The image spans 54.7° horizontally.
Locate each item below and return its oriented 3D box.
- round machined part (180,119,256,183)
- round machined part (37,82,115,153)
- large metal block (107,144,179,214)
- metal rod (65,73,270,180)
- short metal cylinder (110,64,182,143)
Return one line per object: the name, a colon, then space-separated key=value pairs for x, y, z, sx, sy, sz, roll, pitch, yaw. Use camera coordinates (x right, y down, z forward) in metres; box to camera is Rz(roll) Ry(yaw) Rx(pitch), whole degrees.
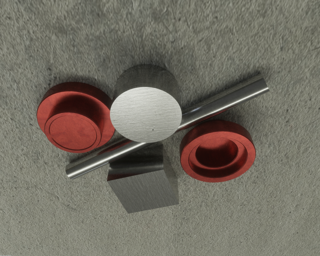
round machined part: x=0.076 y=0.027 z=0.421 sx=0.099 sy=0.042 sz=0.097 roll=0 pitch=130 yaw=0
round machined part: x=-0.105 y=-0.006 z=0.391 sx=0.099 sy=0.042 sz=0.097 roll=0 pitch=130 yaw=0
large metal block: x=-0.022 y=0.076 z=0.458 sx=0.080 sy=0.050 sz=0.080 roll=-13 pitch=129 yaw=11
metal rod: x=-0.004 y=0.006 z=0.414 sx=0.300 sy=0.025 sz=0.025 roll=-25 pitch=126 yaw=19
short metal cylinder: x=-0.016 y=-0.029 z=0.367 sx=0.081 sy=0.050 sz=0.079 roll=0 pitch=130 yaw=0
